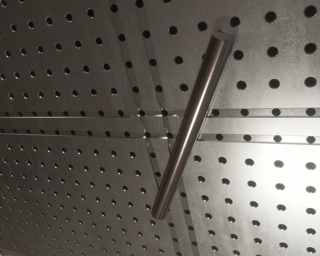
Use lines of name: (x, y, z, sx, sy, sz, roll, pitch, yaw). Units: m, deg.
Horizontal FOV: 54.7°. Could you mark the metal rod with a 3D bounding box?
metal rod: (0.032, 0.021, 0.406, 0.025, 0.025, 0.298, 25, 127, 12)
